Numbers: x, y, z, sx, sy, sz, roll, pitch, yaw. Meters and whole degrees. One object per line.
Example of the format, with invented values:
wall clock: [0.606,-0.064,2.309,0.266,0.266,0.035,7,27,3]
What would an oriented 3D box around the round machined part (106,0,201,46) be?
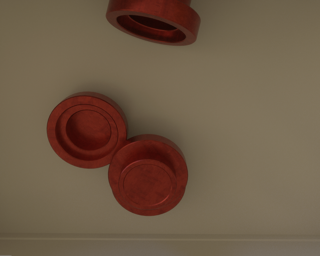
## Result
round machined part: [-0.004,-0.125,0.330,0.099,0.098,0.042,13,90,-6]

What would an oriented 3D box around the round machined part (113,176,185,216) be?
round machined part: [-0.015,0.068,0.427,0.099,0.042,0.097,0,110,-1]

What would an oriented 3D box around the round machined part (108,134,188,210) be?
round machined part: [-0.015,0.060,0.379,0.099,0.042,0.097,0,110,-1]

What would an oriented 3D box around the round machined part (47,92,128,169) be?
round machined part: [-0.090,0.000,0.401,0.099,0.042,0.097,0,110,-1]
